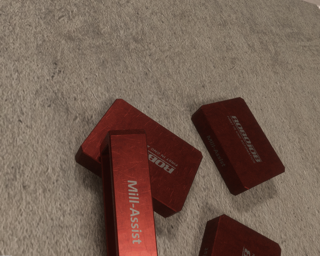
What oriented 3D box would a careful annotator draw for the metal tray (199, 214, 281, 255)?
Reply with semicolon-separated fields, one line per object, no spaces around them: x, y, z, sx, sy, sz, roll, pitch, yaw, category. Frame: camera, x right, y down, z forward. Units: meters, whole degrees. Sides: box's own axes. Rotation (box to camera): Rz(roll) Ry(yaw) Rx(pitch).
0.083;0.174;0.341;0.090;0.030;0.130;31;52;-9;metal tray

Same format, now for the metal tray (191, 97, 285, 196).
0.113;0.022;0.450;0.091;0.030;0.130;-14;69;-34;metal tray

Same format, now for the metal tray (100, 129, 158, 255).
-0.031;0.072;0.278;0.030;0.090;0.129;-3;79;-16;metal tray

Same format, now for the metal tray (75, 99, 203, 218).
-0.021;0.034;0.370;0.130;0.030;0.090;34;51;-6;metal tray
